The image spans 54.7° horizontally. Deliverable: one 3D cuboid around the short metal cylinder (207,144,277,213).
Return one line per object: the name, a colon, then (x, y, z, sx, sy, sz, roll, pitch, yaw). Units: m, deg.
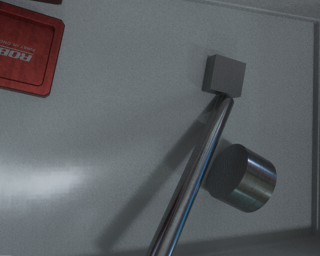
short metal cylinder: (0.110, 0.068, 0.424, 0.050, 0.080, 0.080, 29, 80, -18)

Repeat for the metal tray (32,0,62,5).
metal tray: (-0.140, -0.166, 0.303, 0.091, 0.130, 0.030, 2, 90, -20)

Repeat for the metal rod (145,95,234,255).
metal rod: (0.034, 0.068, 0.363, 0.025, 0.025, 0.301, 41, 53, -16)

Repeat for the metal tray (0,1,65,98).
metal tray: (-0.181, -0.091, 0.340, 0.131, 0.030, 0.090, 12, 86, -20)

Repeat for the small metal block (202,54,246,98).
small metal block: (0.092, -0.073, 0.446, 0.050, 0.025, 0.050, 12, 86, -20)
